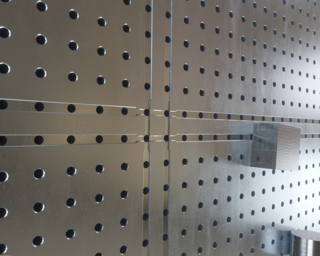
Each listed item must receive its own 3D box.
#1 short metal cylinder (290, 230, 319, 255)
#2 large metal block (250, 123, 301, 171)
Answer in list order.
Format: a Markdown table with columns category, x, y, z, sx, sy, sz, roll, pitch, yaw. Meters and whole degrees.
| category | x | y | z | sx | sy | sz | roll | pitch | yaw |
| --- | --- | --- | --- | --- | --- | --- | --- | --- | --- |
| short metal cylinder | 0.310 | 0.245 | 0.633 | 0.081 | 0.080 | 0.050 | 7 | 86 | -40 |
| large metal block | 0.214 | 0.036 | 0.572 | 0.081 | 0.050 | 0.080 | 9 | 84 | -40 |
